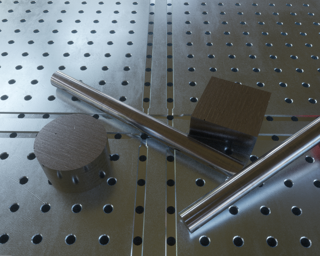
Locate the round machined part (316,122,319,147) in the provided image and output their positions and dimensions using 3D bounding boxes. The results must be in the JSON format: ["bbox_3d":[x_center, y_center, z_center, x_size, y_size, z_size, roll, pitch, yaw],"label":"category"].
[{"bbox_3d":[0.257,0.006,0.393,0.099,0.042,0.098,0,50,0],"label":"round machined part"}]

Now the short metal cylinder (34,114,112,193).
[{"bbox_3d":[-0.100,0.029,0.366,0.081,0.050,0.080,0,50,0],"label":"short metal cylinder"}]

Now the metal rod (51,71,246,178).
[{"bbox_3d":[-0.030,-0.011,0.416,0.300,0.025,0.025,27,55,21],"label":"metal rod"}]

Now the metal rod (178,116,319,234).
[{"bbox_3d":[0.152,0.023,0.354,0.301,0.025,0.025,-31,56,-11],"label":"metal rod"}]

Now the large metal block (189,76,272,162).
[{"bbox_3d":[0.090,-0.014,0.404,0.080,0.050,0.080,19,53,15],"label":"large metal block"}]
